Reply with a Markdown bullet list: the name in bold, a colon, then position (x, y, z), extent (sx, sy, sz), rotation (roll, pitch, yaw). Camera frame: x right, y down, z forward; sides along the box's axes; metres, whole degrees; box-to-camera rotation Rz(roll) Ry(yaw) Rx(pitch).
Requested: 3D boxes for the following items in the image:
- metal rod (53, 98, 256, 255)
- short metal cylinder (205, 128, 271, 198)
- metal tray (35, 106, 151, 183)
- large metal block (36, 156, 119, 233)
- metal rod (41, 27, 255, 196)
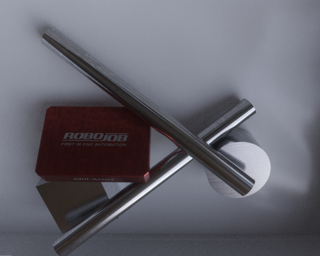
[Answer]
- **metal rod**: position (-0.005, 0.061, 0.393), extent (0.301, 0.025, 0.025), rotation (-37, 107, -3)
- **short metal cylinder**: position (0.099, 0.045, 0.414), extent (0.081, 0.050, 0.079), rotation (0, 110, -1)
- **metal tray**: position (-0.078, 0.020, 0.384), extent (0.131, 0.030, 0.090), rotation (1, 66, 0)
- **large metal block**: position (-0.106, 0.088, 0.424), extent (0.080, 0.050, 0.080), rotation (-18, 109, 6)
- **metal rod**: position (-0.014, -0.019, 0.371), extent (0.301, 0.025, 0.025), rotation (37, 106, 0)
